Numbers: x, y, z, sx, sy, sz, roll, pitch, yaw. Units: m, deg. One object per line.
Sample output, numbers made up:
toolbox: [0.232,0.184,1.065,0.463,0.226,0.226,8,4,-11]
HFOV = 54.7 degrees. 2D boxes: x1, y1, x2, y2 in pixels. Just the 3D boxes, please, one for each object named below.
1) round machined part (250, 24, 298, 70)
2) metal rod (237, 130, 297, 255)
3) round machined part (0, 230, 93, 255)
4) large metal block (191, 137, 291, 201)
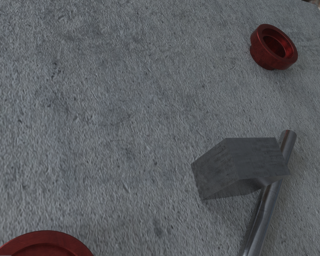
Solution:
round machined part: [0.216,-0.152,0.605,0.099,0.042,0.098,14,56,-21]
metal rod: [0.143,0.105,0.418,0.025,0.025,0.301,39,51,-2]
round machined part: [-0.101,0.139,0.255,0.099,0.042,0.098,14,56,-21]
large metal block: [0.099,0.052,0.392,0.081,0.080,0.050,1,62,-28]
